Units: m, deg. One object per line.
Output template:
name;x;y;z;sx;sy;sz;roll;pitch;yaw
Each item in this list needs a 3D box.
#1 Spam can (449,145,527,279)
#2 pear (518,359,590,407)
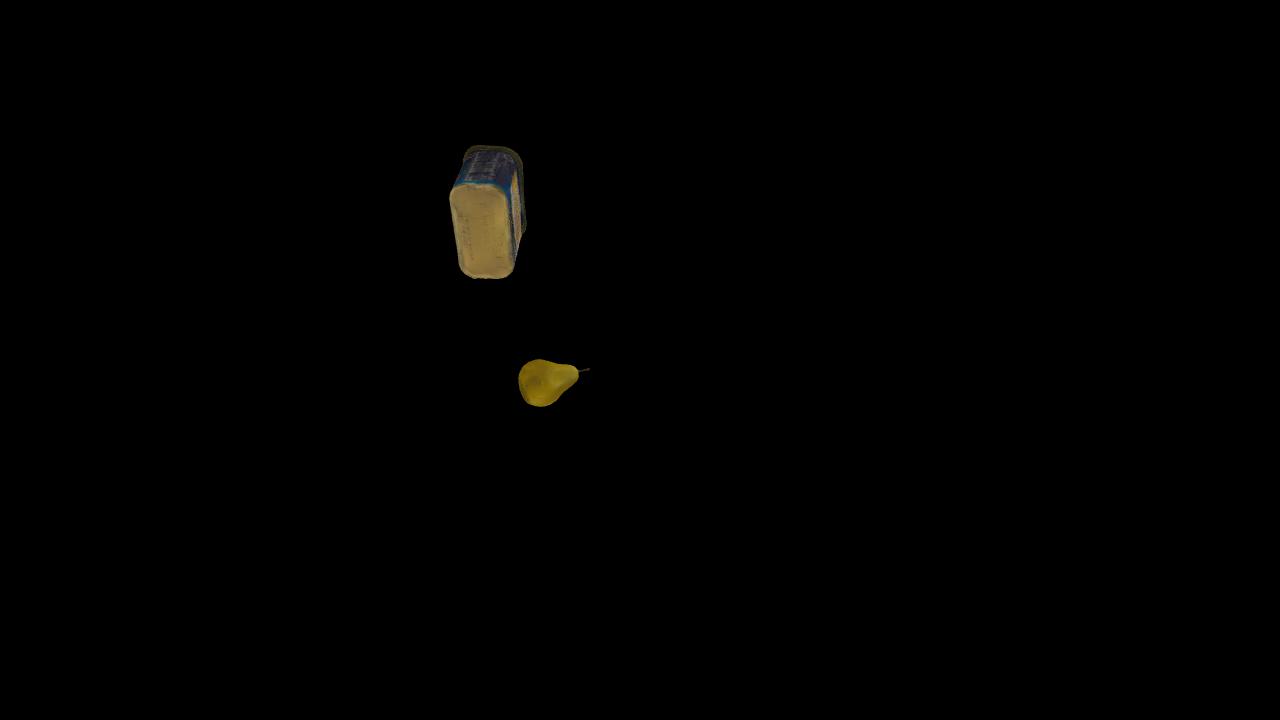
Spam can;-0.144;-0.140;0.589;0.058;0.101;0.085;1;41;-4
pear;-0.138;0.030;0.990;0.111;0.080;0.080;-14;5;-22
